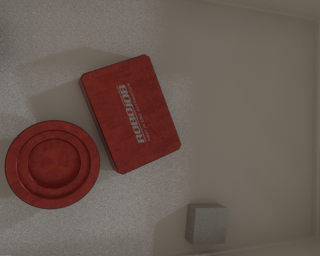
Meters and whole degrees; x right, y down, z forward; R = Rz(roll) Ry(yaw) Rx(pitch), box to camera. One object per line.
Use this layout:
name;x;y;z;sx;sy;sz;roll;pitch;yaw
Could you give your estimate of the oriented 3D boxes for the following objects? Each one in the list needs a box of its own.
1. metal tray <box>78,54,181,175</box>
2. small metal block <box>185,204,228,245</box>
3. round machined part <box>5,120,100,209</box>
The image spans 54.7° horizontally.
metal tray;-0.037;-0.018;0.395;0.091;0.030;0.129;-23;98;-19
small metal block;0.065;0.135;0.436;0.050;0.025;0.050;5;88;-20
round machined part;-0.122;0.040;0.357;0.099;0.042;0.097;0;90;-21
